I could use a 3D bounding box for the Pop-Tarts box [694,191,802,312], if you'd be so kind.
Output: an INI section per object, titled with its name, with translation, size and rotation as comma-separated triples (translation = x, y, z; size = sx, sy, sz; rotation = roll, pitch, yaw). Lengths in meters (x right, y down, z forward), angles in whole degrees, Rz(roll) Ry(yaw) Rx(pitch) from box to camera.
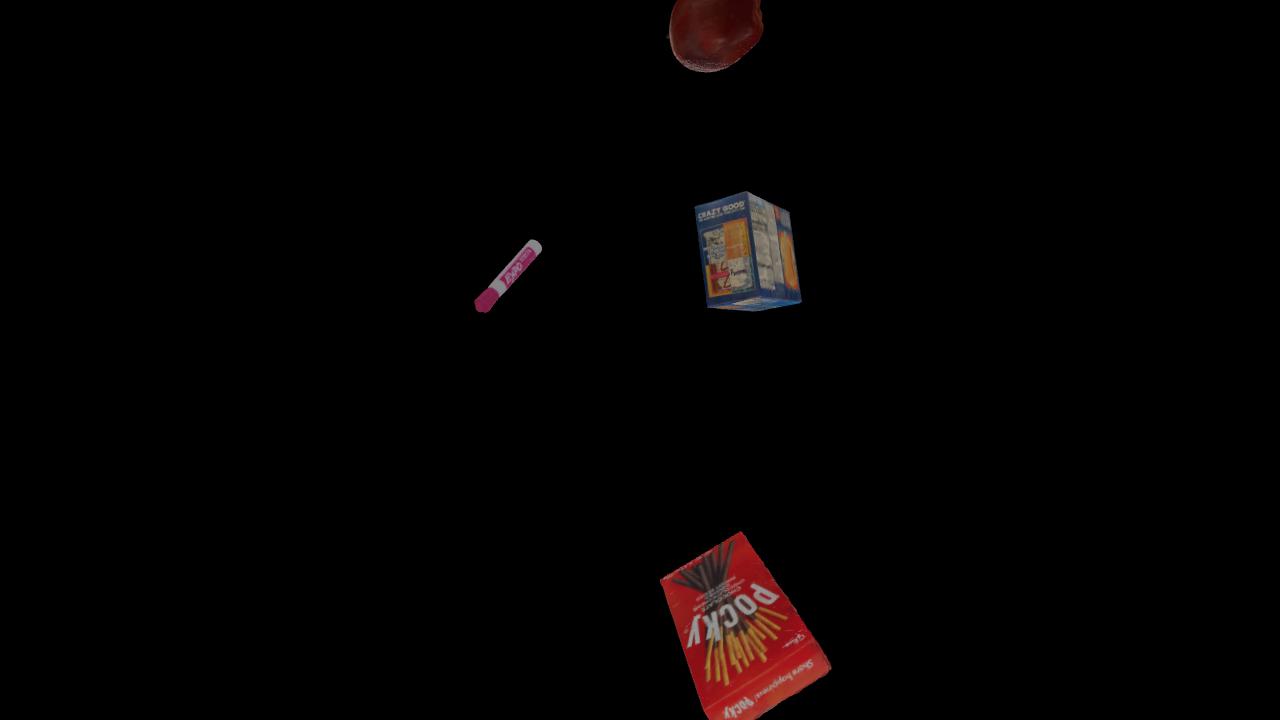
[Pop-Tarts box]
translation = 0.156, -0.145, 0.868
size = 0.083, 0.141, 0.167
rotation = -8, -2, 32

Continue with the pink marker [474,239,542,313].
[pink marker]
translation = -0.146, -0.094, 0.683
size = 0.020, 0.020, 0.121
rotation = 0, 42, 31

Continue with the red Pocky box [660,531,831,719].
[red Pocky box]
translation = 0.068, 0.186, 0.446
size = 0.083, 0.028, 0.155
rotation = -30, 13, -2

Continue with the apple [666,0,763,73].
[apple]
translation = 0.071, -0.323, 0.596
size = 0.093, 0.079, 0.079
rotation = -4, -1, 21
